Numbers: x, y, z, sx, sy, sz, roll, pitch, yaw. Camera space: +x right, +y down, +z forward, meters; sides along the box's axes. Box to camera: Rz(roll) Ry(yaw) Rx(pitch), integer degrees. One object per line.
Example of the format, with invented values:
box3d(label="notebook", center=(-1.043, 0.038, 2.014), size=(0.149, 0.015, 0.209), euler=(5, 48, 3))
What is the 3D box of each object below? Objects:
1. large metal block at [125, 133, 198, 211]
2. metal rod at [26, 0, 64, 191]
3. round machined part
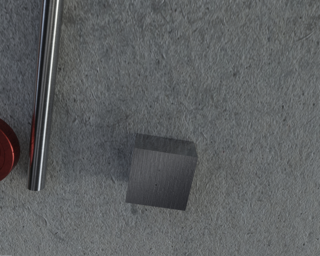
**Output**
box3d(label="large metal block", center=(0.001, 0.058, 0.418), size=(0.081, 0.050, 0.079), euler=(9, 110, -4))
box3d(label="metal rod", center=(-0.144, -0.055, 0.387), size=(0.025, 0.025, 0.298), euler=(11, 110, -5))
box3d(label="round machined part", center=(-0.233, 0.023, 0.406), size=(0.099, 0.042, 0.097), euler=(0, 110, -1))
